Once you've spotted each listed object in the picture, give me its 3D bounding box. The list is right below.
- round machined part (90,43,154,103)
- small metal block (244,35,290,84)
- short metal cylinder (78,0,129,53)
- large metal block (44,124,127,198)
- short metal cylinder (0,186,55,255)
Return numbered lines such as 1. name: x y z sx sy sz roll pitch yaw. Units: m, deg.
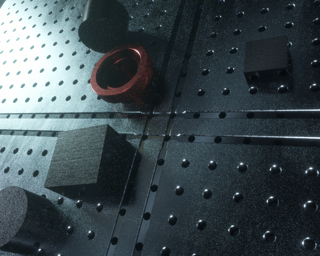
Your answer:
1. round machined part: -0.053 -0.078 0.474 0.098 0.042 0.098 -13 56 21
2. small metal block: 0.135 -0.085 0.390 0.050 0.025 0.050 -3 60 27
3. short metal cylinder: -0.095 -0.174 0.530 0.080 0.080 0.050 -12 57 22
4. large metal block: -0.097 0.046 0.415 0.080 0.050 0.080 -9 58 23
5. short metal cylinder: -0.191 0.124 0.416 0.080 0.050 0.080 -13 56 21
